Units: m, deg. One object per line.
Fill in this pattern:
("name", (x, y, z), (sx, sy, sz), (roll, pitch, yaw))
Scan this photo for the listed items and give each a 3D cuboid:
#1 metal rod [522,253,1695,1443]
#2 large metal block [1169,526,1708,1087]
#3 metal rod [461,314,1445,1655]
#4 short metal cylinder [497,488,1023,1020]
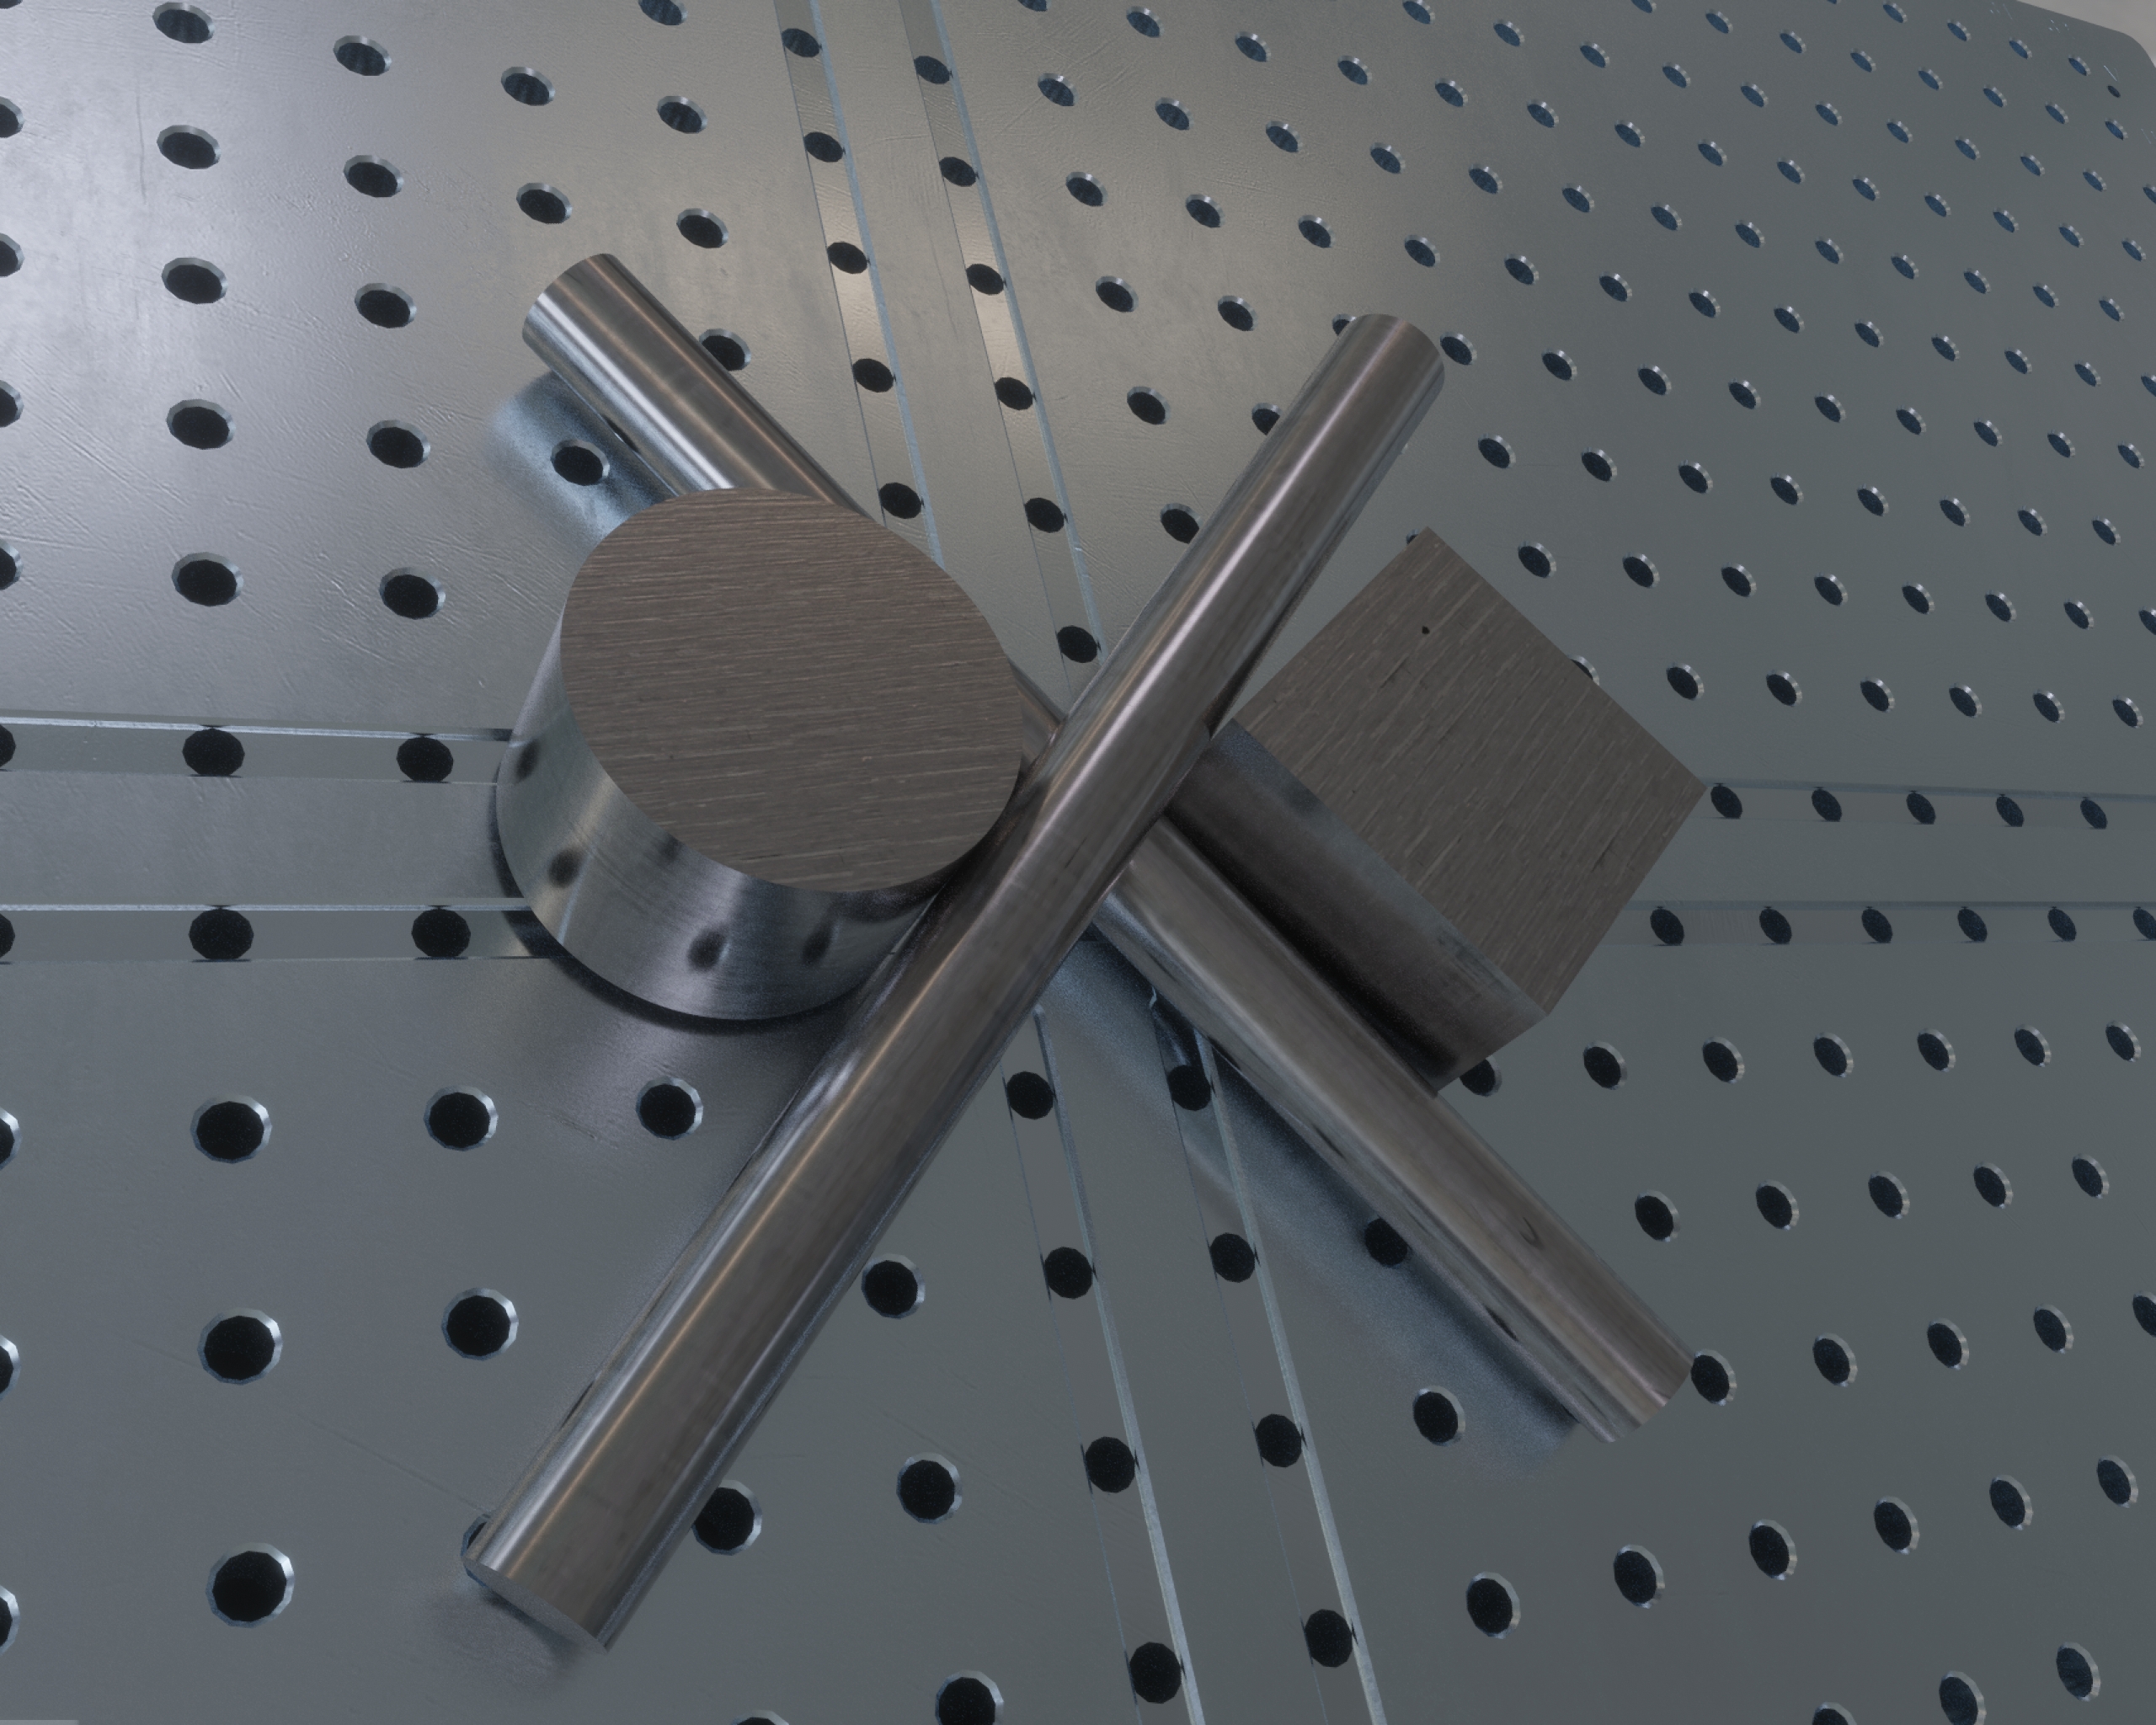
("metal rod", (0.004, -0.005, 0.408), (0.300, 0.025, 0.025), (46, 51, 3))
("large metal block", (0.069, -0.010, 0.430), (0.080, 0.050, 0.080), (44, 51, 2))
("metal rod", (-0.005, -0.001, 0.374), (0.025, 0.025, 0.301), (37, 59, -4))
("short metal cylinder", (-0.057, -0.019, 0.368), (0.081, 0.050, 0.080), (14, 56, -21))
